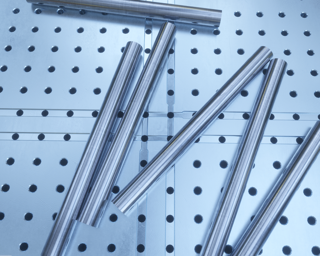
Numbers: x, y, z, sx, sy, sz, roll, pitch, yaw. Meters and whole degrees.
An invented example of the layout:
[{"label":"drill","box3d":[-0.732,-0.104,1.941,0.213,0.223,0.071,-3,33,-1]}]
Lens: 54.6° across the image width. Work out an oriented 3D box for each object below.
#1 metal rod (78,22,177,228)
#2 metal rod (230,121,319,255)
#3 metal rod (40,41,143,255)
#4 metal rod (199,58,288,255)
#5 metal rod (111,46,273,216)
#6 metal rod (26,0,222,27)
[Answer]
[{"label":"metal rod","box3d":[-0.036,-0.018,0.418,0.025,0.025,0.300,19,71,7]},{"label":"metal rod","box3d":[0.127,0.110,0.372,0.025,0.025,0.300,36,74,12]},{"label":"metal rod","box3d":[-0.081,0.015,0.405,0.025,0.025,0.300,16,71,6]},{"label":"metal rod","box3d":[0.110,0.037,0.398,0.025,0.025,0.300,22,71,8]},{"label":"metal rod","box3d":[0.052,-0.006,0.414,0.025,0.025,0.301,41,75,13]},{"label":"metal rod","box3d":[-0.057,-0.188,0.480,0.301,0.025,0.025,8,70,3]}]
